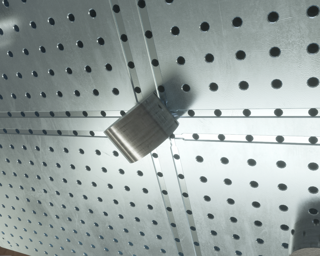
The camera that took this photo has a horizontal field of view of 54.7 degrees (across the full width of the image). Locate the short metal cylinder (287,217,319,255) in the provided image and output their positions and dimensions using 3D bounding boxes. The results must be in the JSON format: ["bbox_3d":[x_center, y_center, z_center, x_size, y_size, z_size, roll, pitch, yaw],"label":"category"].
[{"bbox_3d":[0.203,0.160,0.387,0.080,0.050,0.079,13,124,21],"label":"short metal cylinder"}]

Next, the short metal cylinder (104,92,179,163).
[{"bbox_3d":[-0.023,-0.001,0.387,0.080,0.080,0.050,-33,100,38],"label":"short metal cylinder"}]
